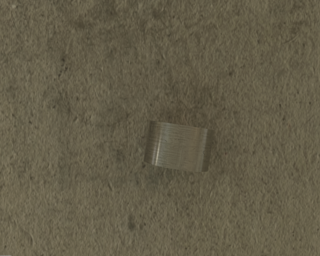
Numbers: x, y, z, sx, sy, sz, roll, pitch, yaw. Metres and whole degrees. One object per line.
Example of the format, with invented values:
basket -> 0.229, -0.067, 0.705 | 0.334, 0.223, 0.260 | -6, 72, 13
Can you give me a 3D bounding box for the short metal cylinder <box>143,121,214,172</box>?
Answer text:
short metal cylinder -> 0.023, 0.021, 0.383 | 0.081, 0.080, 0.050 | 9, 90, -1
